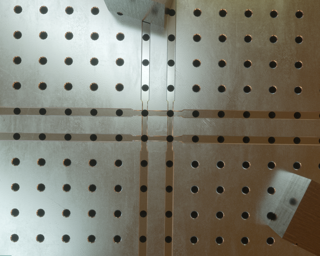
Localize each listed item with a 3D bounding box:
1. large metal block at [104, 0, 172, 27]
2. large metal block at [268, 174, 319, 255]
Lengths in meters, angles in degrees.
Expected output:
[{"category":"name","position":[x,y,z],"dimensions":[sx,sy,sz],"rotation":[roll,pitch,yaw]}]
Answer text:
[{"category":"large metal block","position":[-0.025,-0.174,0.386],"dimensions":[0.080,0.080,0.050],"rotation":[17,90,0]},{"category":"large metal block","position":[0.202,0.116,0.402],"dimensions":[0.080,0.050,0.080],"rotation":[27,90,0]}]
